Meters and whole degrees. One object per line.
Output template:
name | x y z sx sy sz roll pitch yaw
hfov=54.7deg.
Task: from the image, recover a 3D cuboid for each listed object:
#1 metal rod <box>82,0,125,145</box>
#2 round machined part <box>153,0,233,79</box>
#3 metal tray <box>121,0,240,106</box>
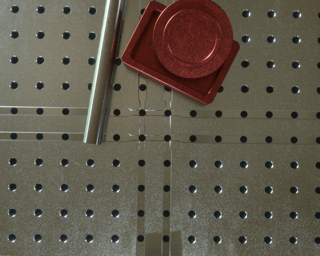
metal rod | -0.066 -0.127 0.412 0.025 0.025 0.298 9 90 -1
round machined part | 0.040 -0.109 0.379 0.099 0.042 0.097 2 106 7
metal tray | 0.027 -0.097 0.411 0.131 0.030 0.090 27 90 -1
